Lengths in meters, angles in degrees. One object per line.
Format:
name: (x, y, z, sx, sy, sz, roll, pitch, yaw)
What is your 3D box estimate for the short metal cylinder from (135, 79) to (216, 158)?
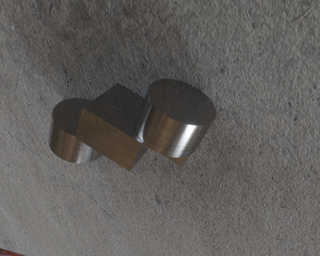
short metal cylinder: (0.017, -0.013, 0.356, 0.080, 0.080, 0.050, 31, 128, 8)

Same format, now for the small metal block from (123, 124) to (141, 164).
small metal block: (-0.047, 0.021, 0.447, 0.050, 0.025, 0.050, 31, 128, 8)

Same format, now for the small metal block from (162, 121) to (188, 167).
small metal block: (0.021, 0.015, 0.407, 0.050, 0.025, 0.050, 31, 128, 8)

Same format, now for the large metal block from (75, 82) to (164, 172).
large metal block: (-0.046, -0.004, 0.395, 0.080, 0.080, 0.050, 31, 128, 8)

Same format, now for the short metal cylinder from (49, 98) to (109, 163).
short metal cylinder: (-0.111, 0.003, 0.433, 0.080, 0.080, 0.050, 31, 128, 8)
